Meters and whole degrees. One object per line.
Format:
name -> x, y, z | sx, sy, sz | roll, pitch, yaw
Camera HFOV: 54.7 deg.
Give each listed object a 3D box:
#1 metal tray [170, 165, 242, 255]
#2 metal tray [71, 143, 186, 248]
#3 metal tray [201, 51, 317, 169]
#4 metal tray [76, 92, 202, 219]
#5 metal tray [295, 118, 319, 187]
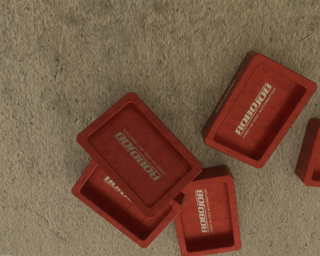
metal tray -> 0.065, 0.124, 0.453 | 0.090, 0.030, 0.129 | -10, 110, 3
metal tray -> -0.043, 0.090, 0.419 | 0.130, 0.030, 0.090 | 37, 111, 1
metal tray -> 0.123, -0.021, 0.400 | 0.090, 0.030, 0.129 | 25, 108, -9
metal tray -> -0.025, 0.032, 0.378 | 0.090, 0.030, 0.130 | -42, 86, -13
metal tray -> 0.263, 0.038, 0.423 | 0.131, 0.030, 0.089 | 5, 110, -2
